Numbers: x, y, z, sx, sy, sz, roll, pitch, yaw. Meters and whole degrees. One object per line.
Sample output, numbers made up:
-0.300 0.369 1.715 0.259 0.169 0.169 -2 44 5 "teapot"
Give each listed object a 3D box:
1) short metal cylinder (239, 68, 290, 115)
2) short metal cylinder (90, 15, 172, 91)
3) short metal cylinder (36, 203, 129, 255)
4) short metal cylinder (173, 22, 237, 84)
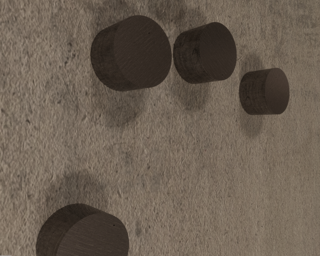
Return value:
0.185 -0.063 0.547 0.081 0.050 0.079 0 90 -40 "short metal cylinder"
-0.033 -0.085 0.362 0.081 0.050 0.079 0 90 -40 "short metal cylinder"
-0.080 0.124 0.323 0.081 0.050 0.079 0 90 -40 "short metal cylinder"
0.065 -0.106 0.445 0.081 0.050 0.079 0 90 -40 "short metal cylinder"
